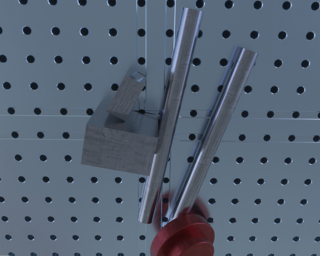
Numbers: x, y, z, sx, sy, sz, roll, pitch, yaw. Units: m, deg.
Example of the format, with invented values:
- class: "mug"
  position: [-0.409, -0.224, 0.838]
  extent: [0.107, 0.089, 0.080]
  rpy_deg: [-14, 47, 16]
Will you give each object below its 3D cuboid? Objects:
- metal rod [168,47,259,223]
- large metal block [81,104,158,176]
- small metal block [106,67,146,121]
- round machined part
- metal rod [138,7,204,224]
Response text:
- class: "metal rod"
  position: [0.062, 0.037, 0.428]
  extent: [0.025, 0.025, 0.298]
  rpy_deg: [17, 109, -7]
- class: "large metal block"
  position: [-0.047, 0.012, 0.388]
  extent: [0.081, 0.080, 0.050]
  rpy_deg: [11, 110, -5]
- class: "small metal block"
  position: [-0.041, -0.043, 0.384]
  extent: [0.025, 0.050, 0.050]
  rpy_deg: [28, 108, -10]
- class: "round machined part"
  position: [0.039, 0.177, 0.450]
  extent: [0.099, 0.042, 0.097]
  rpy_deg: [-13, 122, -22]
- class: "metal rod"
  position: [0.009, -0.002, 0.412]
  extent: [0.025, 0.025, 0.298]
  rpy_deg: [11, 110, -5]
